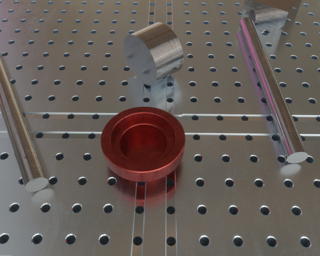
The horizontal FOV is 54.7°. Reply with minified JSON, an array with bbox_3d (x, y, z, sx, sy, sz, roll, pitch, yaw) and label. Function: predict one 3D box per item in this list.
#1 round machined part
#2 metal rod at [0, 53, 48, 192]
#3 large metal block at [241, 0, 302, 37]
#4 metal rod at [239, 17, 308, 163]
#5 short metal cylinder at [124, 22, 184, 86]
[{"bbox_3d":[-0.020,0.023,0.377,0.099,0.042,0.098,0,50,0],"label":"round machined part"},{"bbox_3d":[-0.213,-0.036,0.435,0.025,0.025,0.300,-23,54,-18],"label":"metal rod"},{"bbox_3d":[0.209,-0.223,0.580,0.080,0.050,0.080,29,56,22],"label":"large metal block"},{"bbox_3d":[0.163,-0.078,0.474,0.025,0.025,0.300,-1,50,-1],"label":"metal rod"},{"bbox_3d":[-0.010,-0.111,0.465,0.050,0.080,0.080,-33,57,-24],"label":"short metal cylinder"}]
